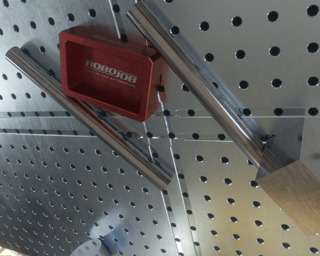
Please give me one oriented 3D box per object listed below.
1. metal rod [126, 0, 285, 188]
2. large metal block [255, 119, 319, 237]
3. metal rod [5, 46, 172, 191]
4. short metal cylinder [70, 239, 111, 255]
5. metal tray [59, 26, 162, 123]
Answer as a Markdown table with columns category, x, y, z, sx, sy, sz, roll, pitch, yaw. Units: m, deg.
| category | x | y | z | sx | sy | sz | roll | pitch | yaw |
| --- | --- | --- | --- | --- | --- | --- | --- | --- | --- |
| metal rod | 0.070 | -0.022 | 0.360 | 0.300 | 0.025 | 0.025 | 48 | 129 | -6 |
| large metal block | 0.153 | 0.050 | 0.326 | 0.080 | 0.080 | 0.050 | 47 | 129 | -5 |
| metal rod | -0.104 | -0.013 | 0.457 | 0.300 | 0.025 | 0.025 | 40 | 129 | 0 |
| short metal cylinder | -0.139 | 0.269 | 0.615 | 0.080 | 0.080 | 0.050 | -18 | 109 | 35 |
| metal tray | -0.066 | -0.069 | 0.399 | 0.130 | 0.030 | 0.089 | 20 | 126 | 16 |
